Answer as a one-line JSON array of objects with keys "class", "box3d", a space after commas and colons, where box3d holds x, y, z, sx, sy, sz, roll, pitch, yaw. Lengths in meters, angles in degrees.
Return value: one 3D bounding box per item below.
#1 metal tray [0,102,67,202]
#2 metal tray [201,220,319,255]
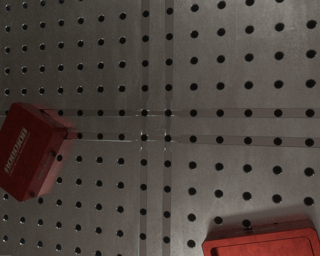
[{"class": "metal tray", "box3d": [-0.212, 0.036, 0.483, 0.090, 0.030, 0.129, 30, 100, 17]}, {"class": "metal tray", "box3d": [0.124, 0.165, 0.365, 0.130, 0.030, 0.090, -15, 85, 19]}]
